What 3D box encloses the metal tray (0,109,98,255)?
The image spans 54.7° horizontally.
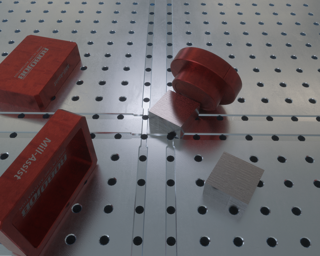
[{"bbox_3d":[-0.115,0.056,0.317,0.030,0.090,0.130,17,52,14],"label":"metal tray"}]

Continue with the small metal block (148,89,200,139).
[{"bbox_3d":[0.020,-0.020,0.424,0.050,0.025,0.050,27,55,21],"label":"small metal block"}]

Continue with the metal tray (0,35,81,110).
[{"bbox_3d":[-0.193,-0.090,0.479,0.090,0.030,0.130,12,51,10],"label":"metal tray"}]

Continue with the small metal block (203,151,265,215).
[{"bbox_3d":[0.084,0.062,0.356,0.050,0.025,0.050,26,54,20],"label":"small metal block"}]

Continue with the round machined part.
[{"bbox_3d":[0.055,-0.059,0.415,0.098,0.098,0.042,27,76,21],"label":"round machined part"}]
